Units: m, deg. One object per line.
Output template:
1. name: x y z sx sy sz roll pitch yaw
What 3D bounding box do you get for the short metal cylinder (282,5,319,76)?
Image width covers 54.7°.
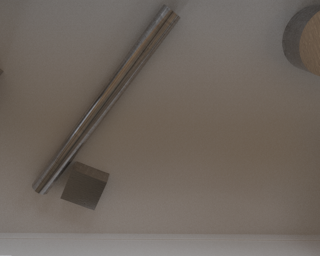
1. short metal cylinder: 0.193 -0.103 0.363 0.081 0.050 0.079 0 110 -1

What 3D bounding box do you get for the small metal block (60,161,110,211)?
1. small metal block: -0.106 0.082 0.440 0.050 0.025 0.050 23 108 -9

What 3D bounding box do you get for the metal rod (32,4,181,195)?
1. metal rod: -0.078 -0.026 0.400 0.025 0.025 0.299 36 106 -13

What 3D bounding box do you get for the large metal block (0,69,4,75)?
1. large metal block: -0.243 -0.047 0.359 0.050 0.080 0.080 40 102 -14
